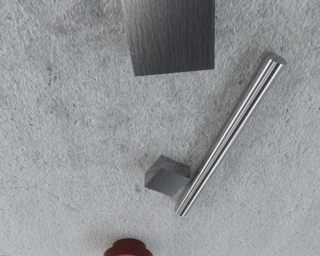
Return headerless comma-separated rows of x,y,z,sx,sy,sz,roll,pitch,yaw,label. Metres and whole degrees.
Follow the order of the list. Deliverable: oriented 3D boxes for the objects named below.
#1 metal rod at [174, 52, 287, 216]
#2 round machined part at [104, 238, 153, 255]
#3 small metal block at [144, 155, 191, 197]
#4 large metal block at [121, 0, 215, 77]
0.082,0.031,0.434,0.025,0.025,0.298,14,129,-12,metal rod
-0.062,0.254,0.612,0.099,0.042,0.097,0,130,0,round machined part
0.011,0.074,0.470,0.050,0.025,0.050,24,126,-20,small metal block
0.010,-0.101,0.304,0.080,0.050,0.080,-5,130,4,large metal block
